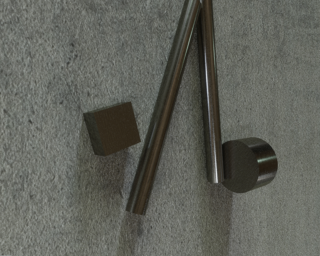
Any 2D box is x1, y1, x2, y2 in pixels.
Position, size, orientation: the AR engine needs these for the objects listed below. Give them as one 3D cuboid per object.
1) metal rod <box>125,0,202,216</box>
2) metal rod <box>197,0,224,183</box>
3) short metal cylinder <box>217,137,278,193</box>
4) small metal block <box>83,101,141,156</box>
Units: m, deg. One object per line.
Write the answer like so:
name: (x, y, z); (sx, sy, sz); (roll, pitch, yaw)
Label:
metal rod: (0.009, -0.037, 0.411); (0.025, 0.025, 0.299); (25, 74, -37)
metal rod: (0.075, -0.067, 0.466); (0.025, 0.025, 0.298); (-8, 95, -40)
short metal cylinder: (0.132, 0.056, 0.479); (0.050, 0.080, 0.079); (-5, 94, -40)
small metal block: (-0.055, 0.000, 0.359); (0.050, 0.025, 0.050); (-22, 104, -38)
